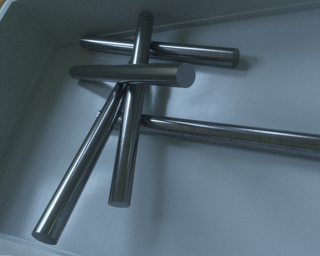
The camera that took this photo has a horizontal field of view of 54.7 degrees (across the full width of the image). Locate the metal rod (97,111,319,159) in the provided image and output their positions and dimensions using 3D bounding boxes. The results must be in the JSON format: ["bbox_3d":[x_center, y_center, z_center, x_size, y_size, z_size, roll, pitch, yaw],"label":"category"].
[{"bbox_3d":[0.042,0.002,0.382,0.300,0.025,0.025,8,66,31],"label":"metal rod"}]

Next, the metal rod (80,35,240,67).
[{"bbox_3d":[-0.020,-0.127,0.493,0.300,0.025,0.025,16,70,34],"label":"metal rod"}]

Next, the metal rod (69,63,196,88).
[{"bbox_3d":[-0.061,-0.075,0.426,0.300,0.025,0.025,15,68,53],"label":"metal rod"}]

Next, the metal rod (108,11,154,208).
[{"bbox_3d":[-0.034,-0.045,0.417,0.025,0.025,0.299,-9,58,23],"label":"metal rod"}]

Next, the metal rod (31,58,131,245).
[{"bbox_3d":[-0.071,-0.002,0.389,0.025,0.025,0.300,-6,42,25],"label":"metal rod"}]
